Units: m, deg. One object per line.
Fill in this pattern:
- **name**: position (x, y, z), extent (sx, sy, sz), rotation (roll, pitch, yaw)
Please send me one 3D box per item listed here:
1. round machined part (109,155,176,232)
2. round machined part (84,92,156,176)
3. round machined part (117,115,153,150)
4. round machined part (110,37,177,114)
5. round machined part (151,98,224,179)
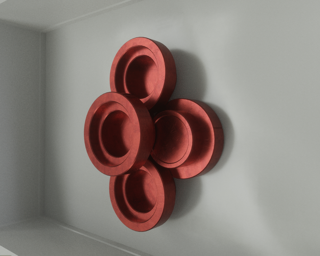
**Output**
- **round machined part**: position (-0.018, 0.081, 0.406), extent (0.098, 0.042, 0.097), rotation (0, 90, 39)
- **round machined part**: position (-0.044, 0.007, 0.373), extent (0.098, 0.042, 0.097), rotation (0, 90, 39)
- **round machined part**: position (-0.053, 0.009, 0.435), extent (0.098, 0.042, 0.097), rotation (0, 90, 39)
- **round machined part**: position (-0.017, -0.065, 0.405), extent (0.098, 0.042, 0.097), rotation (0, 90, 39)
- **round machined part**: position (0.023, 0.013, 0.372), extent (0.098, 0.042, 0.097), rotation (0, 90, 39)
